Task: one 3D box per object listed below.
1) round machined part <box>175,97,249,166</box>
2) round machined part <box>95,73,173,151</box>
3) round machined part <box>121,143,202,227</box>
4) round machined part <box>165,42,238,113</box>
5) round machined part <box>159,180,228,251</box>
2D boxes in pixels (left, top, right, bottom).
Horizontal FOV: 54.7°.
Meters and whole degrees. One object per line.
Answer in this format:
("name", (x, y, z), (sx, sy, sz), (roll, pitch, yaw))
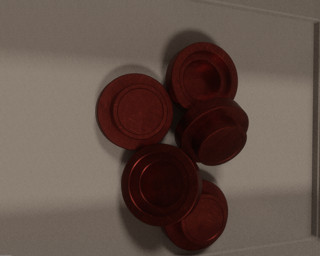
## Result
("round machined part", (0.072, 0.012, 0.403), (0.099, 0.042, 0.097), (-13, 134, -14))
("round machined part", (-0.029, -0.020, 0.389), (0.099, 0.042, 0.097), (0, 91, -18))
("round machined part", (0.005, 0.070, 0.387), (0.098, 0.042, 0.097), (-3, 79, 20))
("round machined part", (0.053, -0.063, 0.422), (0.099, 0.042, 0.097), (0, 90, -21))
("round machined part", (0.051, 0.119, 0.422), (0.099, 0.042, 0.097), (0, 90, -21))
